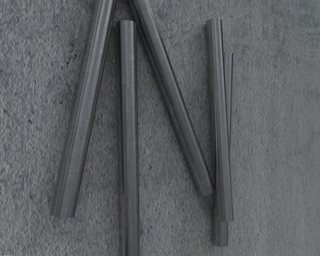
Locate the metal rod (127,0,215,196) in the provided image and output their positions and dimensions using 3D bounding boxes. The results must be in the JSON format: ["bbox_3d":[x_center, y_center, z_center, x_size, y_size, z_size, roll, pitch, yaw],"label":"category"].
[{"bbox_3d":[0.019,-0.040,0.419,0.025,0.025,0.299,-33,111,-35],"label":"metal rod"}]

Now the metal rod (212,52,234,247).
[{"bbox_3d":[0.099,0.032,0.486,0.025,0.025,0.298,3,88,-40],"label":"metal rod"}]

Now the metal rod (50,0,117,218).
[{"bbox_3d":[-0.076,-0.056,0.340,0.025,0.025,0.299,16,80,-39],"label":"metal rod"}]

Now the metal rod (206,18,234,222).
[{"bbox_3d":[0.089,-0.014,0.464,0.025,0.025,0.298,0,86,-40],"label":"metal rod"}]

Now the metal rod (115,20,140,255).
[{"bbox_3d":[-0.038,0.025,0.372,0.025,0.025,0.298,-2,91,-40],"label":"metal rod"}]
